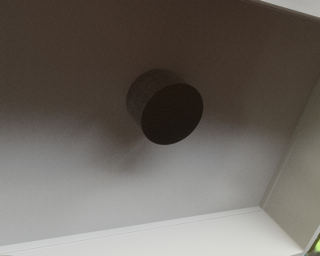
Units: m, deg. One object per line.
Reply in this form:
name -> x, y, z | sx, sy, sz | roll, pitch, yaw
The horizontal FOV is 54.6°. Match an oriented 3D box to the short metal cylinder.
short metal cylinder -> 0.005, -0.026, 0.378 | 0.081, 0.050, 0.080 | -14, 124, -21
